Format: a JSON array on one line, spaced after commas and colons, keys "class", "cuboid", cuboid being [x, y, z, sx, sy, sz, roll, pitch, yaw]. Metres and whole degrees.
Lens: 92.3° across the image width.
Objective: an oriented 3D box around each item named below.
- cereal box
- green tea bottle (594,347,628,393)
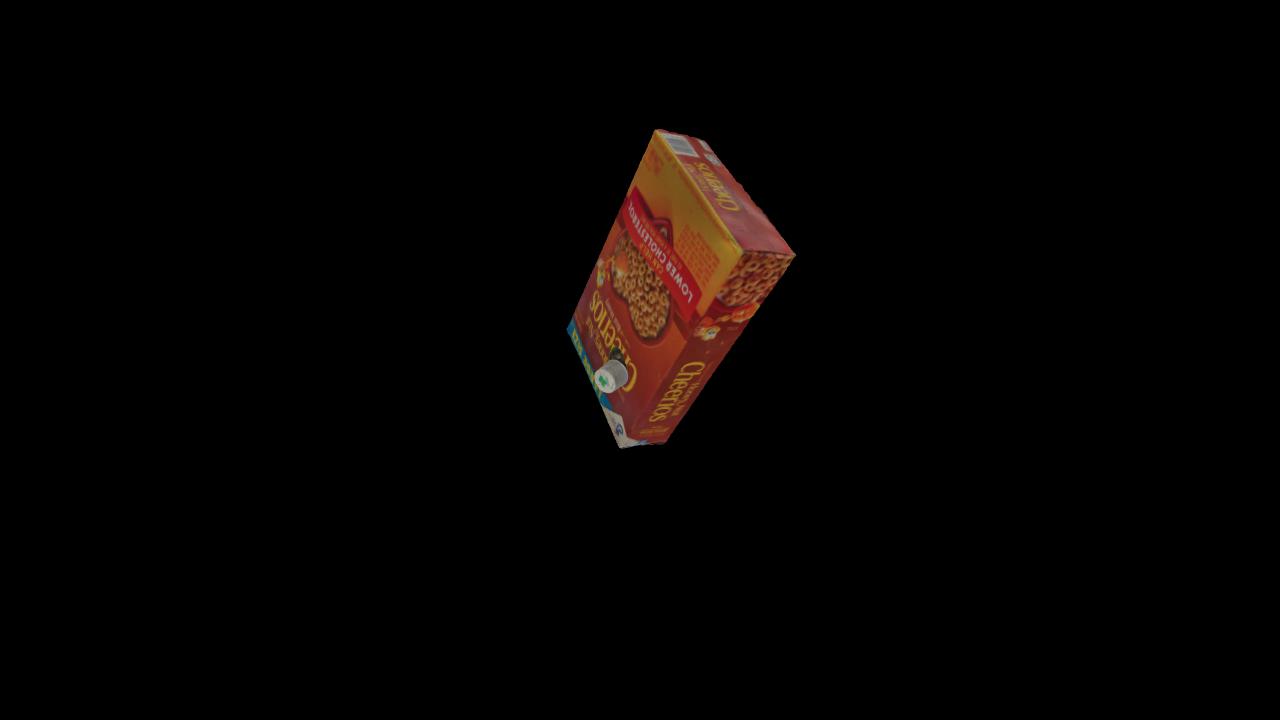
[{"class": "cereal box", "cuboid": [0.022, -0.068, 0.699, 0.081, 0.203, 0.306, -1, -41, -33]}, {"class": "green tea bottle", "cuboid": [0.019, -0.019, 0.757, 0.073, 0.073, 0.212, 0, 26, 36]}]
